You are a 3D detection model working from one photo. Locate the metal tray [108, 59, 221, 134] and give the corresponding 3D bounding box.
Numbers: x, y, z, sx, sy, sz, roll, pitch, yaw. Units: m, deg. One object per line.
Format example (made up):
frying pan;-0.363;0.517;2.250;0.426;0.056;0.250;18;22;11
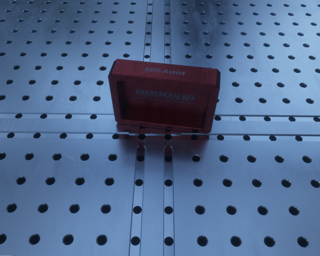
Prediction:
metal tray;0.006;-0.038;0.397;0.131;0.089;0.030;7;51;5
